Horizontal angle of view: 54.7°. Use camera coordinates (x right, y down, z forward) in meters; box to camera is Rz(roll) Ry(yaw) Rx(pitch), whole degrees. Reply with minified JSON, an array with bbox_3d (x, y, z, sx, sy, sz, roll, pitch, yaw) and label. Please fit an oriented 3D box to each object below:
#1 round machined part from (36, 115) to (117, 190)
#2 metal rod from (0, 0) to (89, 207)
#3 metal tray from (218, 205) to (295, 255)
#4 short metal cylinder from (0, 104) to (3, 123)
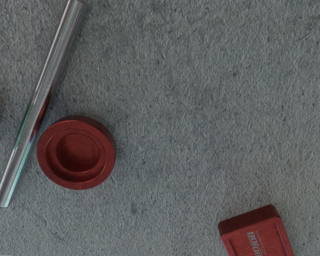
[{"bbox_3d":[-0.106,0.029,0.410,0.099,0.042,0.097,0,110,-1],"label":"round machined part"},{"bbox_3d":[-0.160,-0.020,0.400,0.025,0.025,0.298,25,108,-9],"label":"metal rod"},{"bbox_3d":[0.155,0.191,0.479,0.090,0.030,0.129,-22,109,7],"label":"metal tray"},{"bbox_3d":[-0.237,-0.004,0.376,0.050,0.080,0.080,26,108,-10],"label":"short metal cylinder"}]
